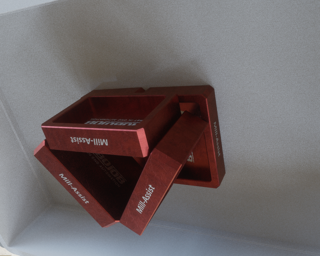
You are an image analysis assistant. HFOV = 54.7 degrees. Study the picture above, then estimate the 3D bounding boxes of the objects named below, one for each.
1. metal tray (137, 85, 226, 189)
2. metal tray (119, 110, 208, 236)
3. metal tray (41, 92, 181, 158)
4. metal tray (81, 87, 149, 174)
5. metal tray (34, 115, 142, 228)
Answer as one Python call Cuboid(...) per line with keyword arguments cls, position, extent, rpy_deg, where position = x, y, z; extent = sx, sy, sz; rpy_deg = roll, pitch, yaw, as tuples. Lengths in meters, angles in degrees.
Cuboid(cls="metal tray", position=(0.029, 0.012, 0.396), extent=(0.090, 0.030, 0.129), rpy_deg=(1, 118, 28))
Cuboid(cls="metal tray", position=(0.003, 0.052, 0.355), extent=(0.030, 0.090, 0.129), rpy_deg=(31, 129, 8))
Cuboid(cls="metal tray", position=(-0.053, -0.008, 0.347), extent=(0.130, 0.090, 0.030), rpy_deg=(2, 120, 27))
Cuboid(cls="metal tray", position=(-0.052, 0.010, 0.439), extent=(0.090, 0.030, 0.129), rpy_deg=(1, 118, 28))
Cuboid(cls="metal tray", position=(-0.082, 0.050, 0.399), extent=(0.130, 0.090, 0.030), rpy_deg=(49, 129, -7))
